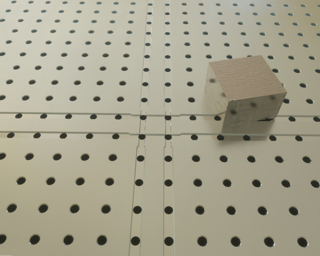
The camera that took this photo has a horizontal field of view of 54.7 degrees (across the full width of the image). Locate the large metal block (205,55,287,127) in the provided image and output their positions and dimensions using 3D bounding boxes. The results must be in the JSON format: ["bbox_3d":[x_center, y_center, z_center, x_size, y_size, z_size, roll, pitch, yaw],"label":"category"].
[{"bbox_3d":[0.117,-0.054,0.438,0.081,0.050,0.080,-9,51,-8],"label":"large metal block"}]
